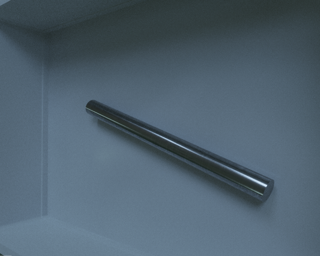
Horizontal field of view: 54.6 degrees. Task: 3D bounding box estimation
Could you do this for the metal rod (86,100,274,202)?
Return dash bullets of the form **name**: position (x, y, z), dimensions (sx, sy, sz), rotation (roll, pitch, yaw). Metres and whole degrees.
- **metal rod**: position (0.001, 0.015, 0.405), dimensions (0.300, 0.025, 0.025), rotation (24, 105, 37)
